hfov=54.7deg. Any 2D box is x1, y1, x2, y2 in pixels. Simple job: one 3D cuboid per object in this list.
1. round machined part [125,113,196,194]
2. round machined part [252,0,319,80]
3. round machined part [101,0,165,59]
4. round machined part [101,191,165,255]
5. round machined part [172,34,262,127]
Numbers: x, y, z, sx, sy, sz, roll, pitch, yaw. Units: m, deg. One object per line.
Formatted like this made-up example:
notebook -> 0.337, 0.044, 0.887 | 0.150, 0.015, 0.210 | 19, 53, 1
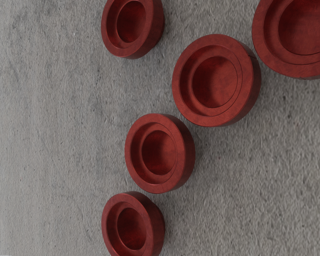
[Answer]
round machined part -> 0.004, 0.031, 0.391 | 0.098, 0.042, 0.097 | 0, 90, 40
round machined part -> 0.138, -0.092, 0.280 | 0.098, 0.042, 0.097 | 0, 90, 40
round machined part -> -0.032, -0.142, 0.421 | 0.098, 0.042, 0.097 | 0, 90, 40
round machined part -> -0.032, 0.134, 0.420 | 0.098, 0.042, 0.097 | 0, 90, 40
round machined part -> 0.064, -0.050, 0.341 | 0.098, 0.042, 0.097 | 0, 90, 40
